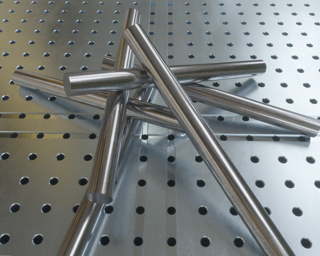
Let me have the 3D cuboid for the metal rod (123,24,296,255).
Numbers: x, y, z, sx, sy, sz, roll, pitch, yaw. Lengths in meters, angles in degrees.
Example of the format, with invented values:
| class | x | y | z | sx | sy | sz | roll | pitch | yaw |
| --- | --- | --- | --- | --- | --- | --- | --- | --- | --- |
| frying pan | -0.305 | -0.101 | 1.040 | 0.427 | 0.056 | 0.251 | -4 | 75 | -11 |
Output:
| class | x | y | z | sx | sy | sz | roll | pitch | yaw |
| --- | --- | --- | --- | --- | --- | --- | --- | --- | --- |
| metal rod | 0.046 | 0.011 | 0.329 | 0.025 | 0.025 | 0.299 | -27 | 77 | -21 |

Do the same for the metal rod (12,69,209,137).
| class | x | y | z | sx | sy | sz | roll | pitch | yaw |
| --- | --- | --- | --- | --- | --- | --- | --- | --- | --- |
| metal rod | -0.082 | -0.039 | 0.414 | 0.300 | 0.025 | 0.025 | 16 | 52 | 23 |

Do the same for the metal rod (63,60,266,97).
| class | x | y | z | sx | sy | sz | roll | pitch | yaw |
| --- | --- | --- | --- | --- | --- | --- | --- | --- | --- |
| metal rod | 0.029 | -0.069 | 0.401 | 0.302 | 0.025 | 0.025 | -11 | 49 | -32 |

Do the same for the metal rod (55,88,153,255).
| class | x | y | z | sx | sy | sz | roll | pitch | yaw |
| --- | --- | --- | --- | --- | --- | --- | --- | --- | --- |
| metal rod | -0.052 | 0.024 | 0.387 | 0.025 | 0.025 | 0.300 | 12 | 51 | 10 |

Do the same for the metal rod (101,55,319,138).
| class | x | y | z | sx | sy | sz | roll | pitch | yaw |
| --- | --- | --- | --- | --- | --- | --- | --- | --- | --- |
| metal rod | 0.064 | -0.045 | 0.425 | 0.301 | 0.025 | 0.025 | 18 | 52 | 7 |

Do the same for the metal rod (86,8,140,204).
| class | x | y | z | sx | sy | sz | roll | pitch | yaw |
| --- | --- | --- | --- | --- | --- | --- | --- | --- | --- |
| metal rod | -0.050 | -0.053 | 0.384 | 0.025 | 0.025 | 0.300 | 2 | 53 | 2 |
